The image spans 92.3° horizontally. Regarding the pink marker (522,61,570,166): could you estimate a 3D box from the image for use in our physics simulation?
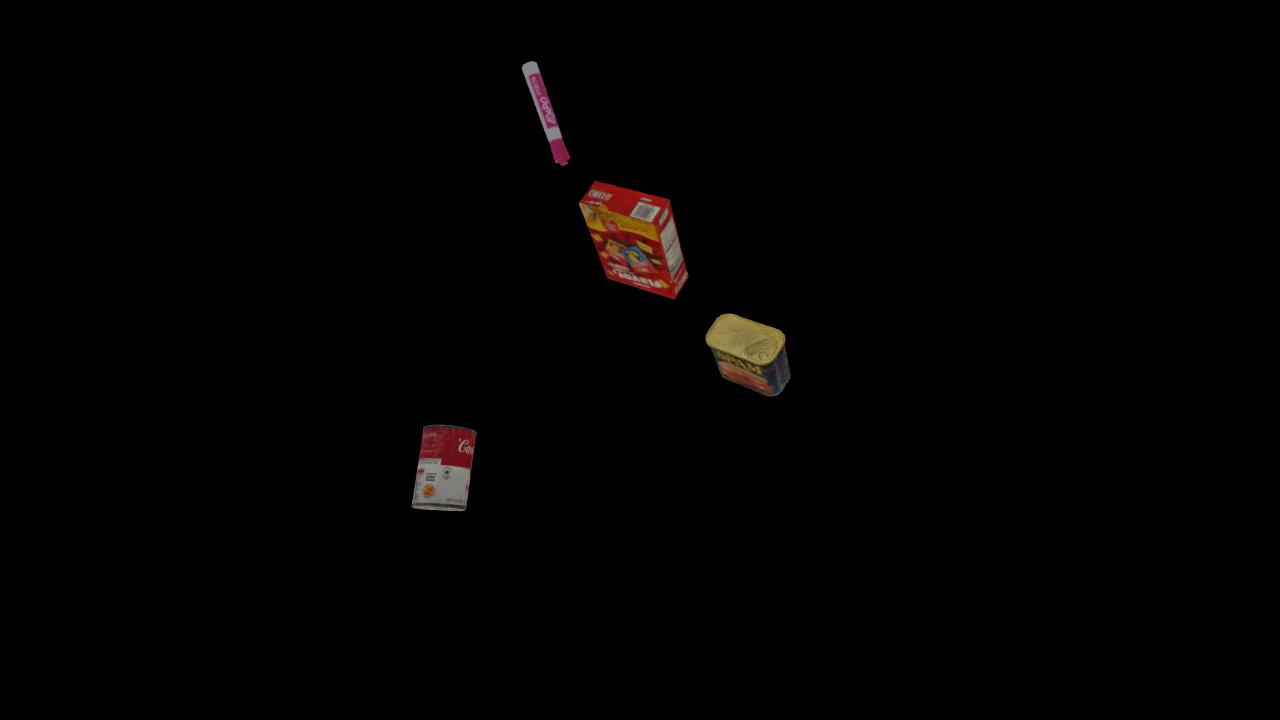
[{"bbox_3d":[-0.108,-0.282,0.709,0.020,0.121,0.020,-19,1,0],"label":"pink marker"}]

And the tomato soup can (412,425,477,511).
[{"bbox_3d":[-0.248,0.138,0.780,0.068,0.101,0.068,3,-18,1],"label":"tomato soup can"}]

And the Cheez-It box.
[{"bbox_3d":[-0.007,-0.224,1.175,0.166,0.071,0.223,21,-24,25],"label":"Cheez-It box"}]

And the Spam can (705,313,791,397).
[{"bbox_3d":[0.145,-0.005,0.815,0.101,0.058,0.085,24,-22,33],"label":"Spam can"}]
